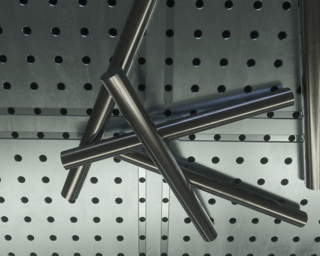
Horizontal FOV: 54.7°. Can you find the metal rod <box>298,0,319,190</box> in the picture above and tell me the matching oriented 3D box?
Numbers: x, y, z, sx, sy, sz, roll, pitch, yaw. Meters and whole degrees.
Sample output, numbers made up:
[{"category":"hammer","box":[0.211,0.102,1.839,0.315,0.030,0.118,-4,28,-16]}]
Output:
[{"category":"metal rod","box":[0.194,-0.054,0.396,0.025,0.025,0.298,-11,110,3]}]

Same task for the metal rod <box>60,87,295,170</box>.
[{"category":"metal rod","box":[0.023,0.001,0.398,0.302,0.025,0.025,-16,110,-1]}]

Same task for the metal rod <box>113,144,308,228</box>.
[{"category":"metal rod","box":[0.076,0.082,0.444,0.302,0.025,0.025,22,109,-9]}]

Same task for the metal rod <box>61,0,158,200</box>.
[{"category":"metal rod","box":[-0.070,-0.032,0.400,0.025,0.025,0.298,22,108,-8]}]

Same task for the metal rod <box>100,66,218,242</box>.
[{"category":"metal rod","box":[0.013,0.054,0.398,0.025,0.025,0.299,-25,122,8]}]
